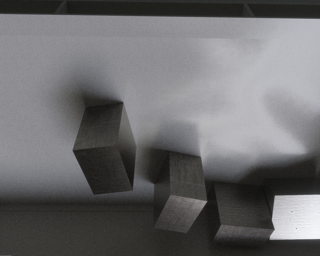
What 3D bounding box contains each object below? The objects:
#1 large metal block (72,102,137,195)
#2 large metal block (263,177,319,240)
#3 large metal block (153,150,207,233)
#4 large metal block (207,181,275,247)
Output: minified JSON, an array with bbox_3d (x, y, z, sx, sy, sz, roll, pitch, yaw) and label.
[{"bbox_3d":[-0.065,0.026,0.394,0.050,0.080,0.080,-7,130,6],"label":"large metal block"},{"bbox_3d":[0.208,0.125,0.485,0.080,0.050,0.079,-1,111,1],"label":"large metal block"},{"bbox_3d":[0.026,0.093,0.452,0.050,0.080,0.079,13,129,-11],"label":"large metal block"},{"bbox_3d":[0.122,0.135,0.489,0.081,0.080,0.050,7,130,-6],"label":"large metal block"}]
